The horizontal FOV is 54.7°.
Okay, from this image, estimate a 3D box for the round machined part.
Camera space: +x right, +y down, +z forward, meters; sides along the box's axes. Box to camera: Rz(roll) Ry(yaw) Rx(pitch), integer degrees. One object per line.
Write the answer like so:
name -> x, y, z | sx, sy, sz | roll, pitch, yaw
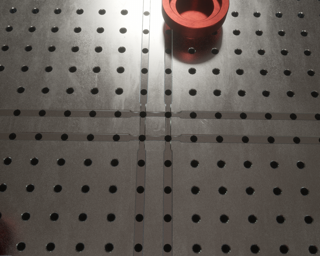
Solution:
round machined part -> 0.051, -0.178, 0.468 | 0.099, 0.042, 0.098 | 0, 70, -1
